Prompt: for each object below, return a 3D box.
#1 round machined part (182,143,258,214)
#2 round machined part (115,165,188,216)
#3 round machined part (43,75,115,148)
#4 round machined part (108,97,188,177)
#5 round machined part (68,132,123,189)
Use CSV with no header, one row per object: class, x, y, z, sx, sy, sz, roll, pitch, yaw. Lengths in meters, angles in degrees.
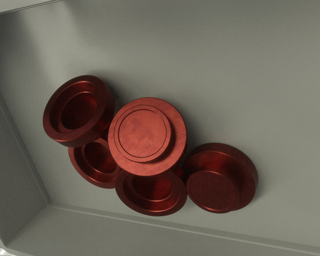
round machined part,0.073,0.071,0.400,0.098,0.042,0.097,13,124,20
round machined part,-0.009,0.074,0.429,0.099,0.042,0.097,6,125,8
round machined part,-0.102,-0.019,0.413,0.098,0.098,0.042,3,155,26
round machined part,-0.017,0.009,0.373,0.098,0.042,0.097,-2,79,10
round machined part,-0.083,0.039,0.461,0.098,0.042,0.097,13,124,20
